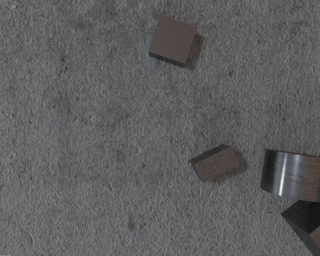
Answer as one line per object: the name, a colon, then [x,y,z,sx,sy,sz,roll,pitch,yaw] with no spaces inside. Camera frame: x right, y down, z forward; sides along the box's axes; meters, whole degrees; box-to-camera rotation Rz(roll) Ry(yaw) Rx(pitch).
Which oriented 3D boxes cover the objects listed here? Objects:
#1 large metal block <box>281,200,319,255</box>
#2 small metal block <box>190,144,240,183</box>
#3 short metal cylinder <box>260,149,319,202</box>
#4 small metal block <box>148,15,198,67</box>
large metal block: [0.210,0.134,0.385,0.050,0.080,0.080,-38,90,0]
small metal block: [0.069,0.044,0.398,0.050,0.050,0.025,-26,90,0]
short metal cylinder: [0.170,0.057,0.385,0.081,0.080,0.050,8,90,-1]
small metal block: [0.017,-0.114,0.410,0.050,0.025,0.050,18,90,-1]
